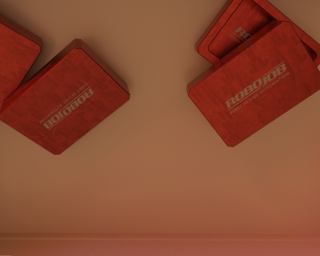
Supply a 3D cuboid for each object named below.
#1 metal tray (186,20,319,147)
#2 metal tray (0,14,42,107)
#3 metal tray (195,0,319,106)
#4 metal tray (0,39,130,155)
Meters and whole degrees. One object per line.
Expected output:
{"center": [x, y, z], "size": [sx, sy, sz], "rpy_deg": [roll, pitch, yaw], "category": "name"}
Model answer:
{"center": [0.108, -0.049, 0.360], "size": [0.130, 0.030, 0.090], "rpy_deg": [-36, 107, 12], "category": "metal tray"}
{"center": [-0.212, -0.071, 0.364], "size": [0.090, 0.030, 0.130], "rpy_deg": [30, 108, -32], "category": "metal tray"}
{"center": [0.120, -0.094, 0.375], "size": [0.130, 0.030, 0.090], "rpy_deg": [33, 106, -12], "category": "metal tray"}
{"center": [-0.114, -0.033, 0.379], "size": [0.130, 0.030, 0.090], "rpy_deg": [-37, 127, 12], "category": "metal tray"}
